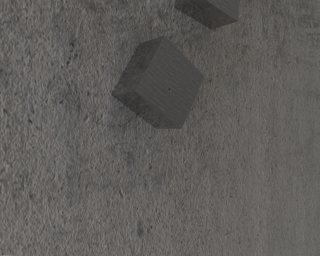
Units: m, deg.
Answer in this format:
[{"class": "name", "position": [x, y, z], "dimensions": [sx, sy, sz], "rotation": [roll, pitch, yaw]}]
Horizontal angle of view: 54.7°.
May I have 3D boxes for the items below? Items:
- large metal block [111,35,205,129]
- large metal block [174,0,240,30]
[{"class": "large metal block", "position": [0.000, -0.054, 0.388], "dimensions": [0.080, 0.050, 0.080], "rotation": [38, 67, -34]}, {"class": "large metal block", "position": [0.072, -0.202, 0.448], "dimensions": [0.081, 0.050, 0.080], "rotation": [14, 81, -39]}]
